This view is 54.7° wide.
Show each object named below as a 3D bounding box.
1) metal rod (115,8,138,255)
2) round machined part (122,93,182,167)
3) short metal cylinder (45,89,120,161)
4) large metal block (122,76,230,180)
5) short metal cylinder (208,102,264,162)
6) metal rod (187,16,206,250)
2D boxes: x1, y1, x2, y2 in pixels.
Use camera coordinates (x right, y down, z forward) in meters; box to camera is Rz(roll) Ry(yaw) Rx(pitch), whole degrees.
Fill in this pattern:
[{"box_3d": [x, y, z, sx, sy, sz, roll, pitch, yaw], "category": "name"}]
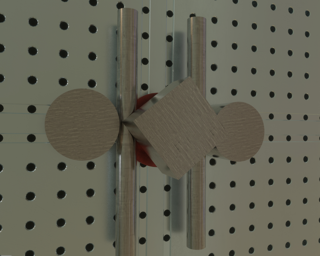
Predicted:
[{"box_3d": [-0.040, 0.008, 0.375, 0.025, 0.025, 0.298, 1, 90, -20], "category": "metal rod"}, {"box_3d": [-0.001, 0.003, 0.404, 0.099, 0.042, 0.097, 0, 90, -20], "category": "round machined part"}, {"box_3d": [-0.093, -0.004, 0.365, 0.081, 0.050, 0.080, 0, 90, -20], "category": "short metal cylinder"}, {"box_3d": [0.017, -0.001, 0.355, 0.080, 0.050, 0.080, -40, 103, -16], "category": "large metal block"}, {"box_3d": [0.097, 0.005, 0.434, 0.081, 0.050, 0.080, 0, 90, -20], "category": "short metal cylinder"}, {"box_3d": [0.048, 0.007, 0.408, 0.025, 0.025, 0.298, 0, 90, -20], "category": "metal rod"}]
